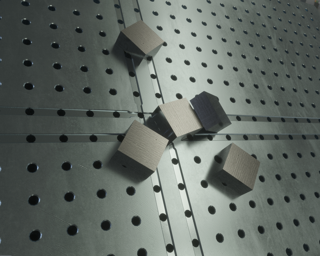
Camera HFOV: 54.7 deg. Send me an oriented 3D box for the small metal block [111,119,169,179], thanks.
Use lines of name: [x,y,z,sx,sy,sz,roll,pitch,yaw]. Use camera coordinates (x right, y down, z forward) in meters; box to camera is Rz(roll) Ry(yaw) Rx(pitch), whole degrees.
small metal block: [-0.024,0.026,0.381,0.050,0.025,0.050,32,51,-8]

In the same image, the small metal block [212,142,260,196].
small metal block: [0.108,0.057,0.434,0.050,0.025,0.050,35,51,-6]

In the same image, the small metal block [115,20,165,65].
small metal block: [-0.030,-0.132,0.474,0.050,0.025,0.050,44,51,1]

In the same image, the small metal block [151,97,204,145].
small metal block: [0.024,-0.010,0.429,0.050,0.025,0.050,-19,72,-36]

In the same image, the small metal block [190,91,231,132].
small metal block: [0.074,-0.023,0.450,0.050,0.025,0.050,7,53,-61]
